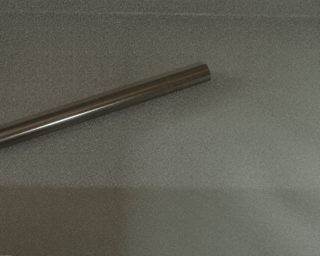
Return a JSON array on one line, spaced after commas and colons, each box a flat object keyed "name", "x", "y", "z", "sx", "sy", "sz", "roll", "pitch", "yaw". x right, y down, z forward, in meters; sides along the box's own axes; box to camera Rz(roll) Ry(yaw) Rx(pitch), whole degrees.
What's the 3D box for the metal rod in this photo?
[{"name": "metal rod", "x": -0.075, "y": -0.031, "z": 0.419, "sx": 0.302, "sy": 0.025, "sz": 0.025, "roll": -19, "pitch": 71, "yaw": -7}]
